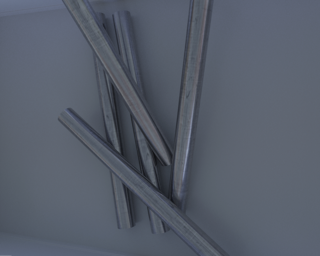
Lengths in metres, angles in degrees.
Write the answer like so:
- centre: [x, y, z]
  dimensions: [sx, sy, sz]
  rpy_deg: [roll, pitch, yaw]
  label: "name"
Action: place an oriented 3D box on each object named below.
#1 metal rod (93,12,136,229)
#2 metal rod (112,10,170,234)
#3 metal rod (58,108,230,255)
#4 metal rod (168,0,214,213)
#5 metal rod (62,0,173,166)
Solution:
- centre: [-0.068, -0.012, 0.433]
  dimensions: [0.025, 0.025, 0.298]
  rpy_deg: [-10, 87, 19]
  label: "metal rod"
- centre: [-0.026, -0.010, 0.418]
  dimensions: [0.025, 0.025, 0.298]
  rpy_deg: [-12, 86, 19]
  label: "metal rod"
- centre: [-0.021, 0.076, 0.388]
  dimensions: [0.300, 0.025, 0.025]
  rpy_deg: [41, 103, 15]
  label: "metal rod"
- centre: [0.034, -0.031, 0.360]
  dimensions: [0.025, 0.025, 0.298]
  rpy_deg: [11, 108, 19]
  label: "metal rod"
- centre: [-0.059, -0.081, 0.362]
  dimensions: [0.025, 0.025, 0.299]
  rpy_deg: [-24, 109, 18]
  label: "metal rod"
